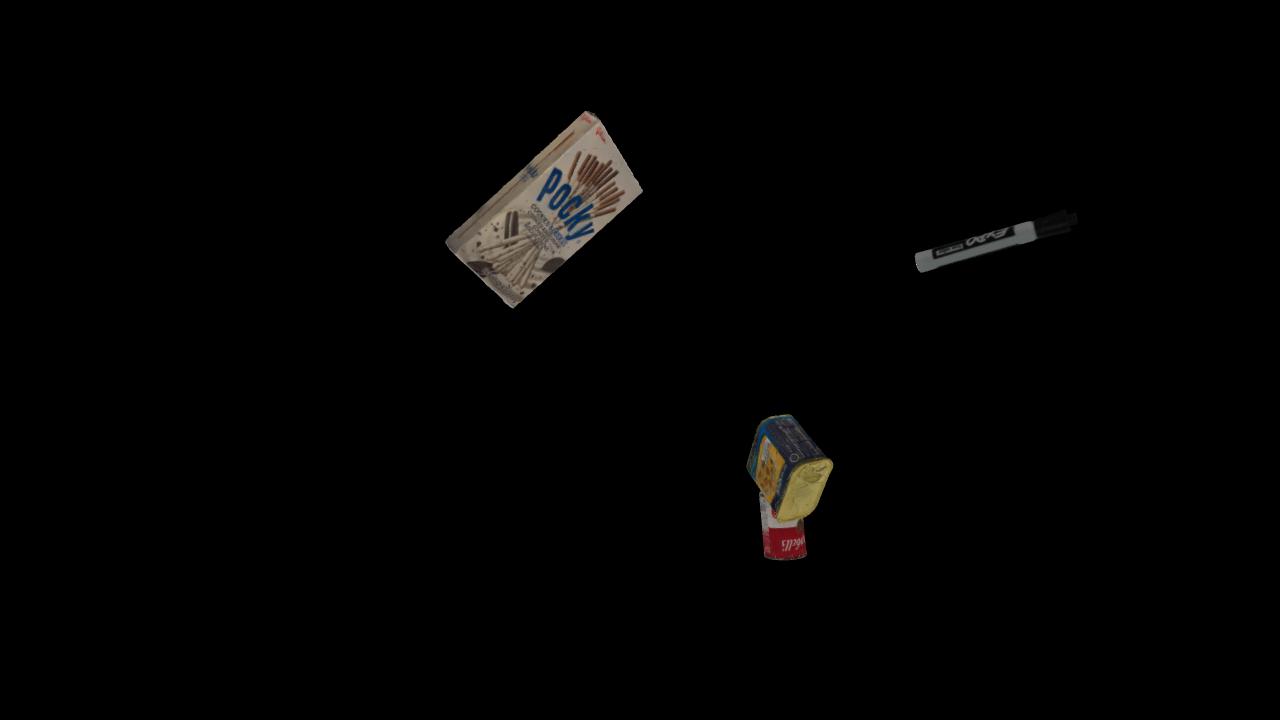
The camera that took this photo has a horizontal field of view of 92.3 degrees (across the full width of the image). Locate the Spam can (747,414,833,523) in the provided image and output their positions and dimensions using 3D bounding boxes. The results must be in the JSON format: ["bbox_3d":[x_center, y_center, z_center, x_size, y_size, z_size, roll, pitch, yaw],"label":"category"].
[{"bbox_3d":[0.177,0.129,0.745,0.058,0.101,0.085,-7,38,-21],"label":"Spam can"}]

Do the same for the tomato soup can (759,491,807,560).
[{"bbox_3d":[0.227,0.260,0.980,0.068,0.101,0.068,-4,-6,0],"label":"tomato soup can"}]

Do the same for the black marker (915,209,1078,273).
[{"bbox_3d":[0.299,-0.100,0.522,0.121,0.020,0.020,-14,-9,39],"label":"black marker"}]

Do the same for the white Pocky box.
[{"bbox_3d":[-0.076,-0.120,0.506,0.028,0.154,0.084,47,-1,38],"label":"white Pocky box"}]
